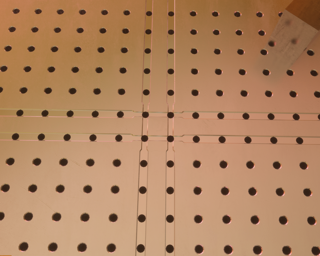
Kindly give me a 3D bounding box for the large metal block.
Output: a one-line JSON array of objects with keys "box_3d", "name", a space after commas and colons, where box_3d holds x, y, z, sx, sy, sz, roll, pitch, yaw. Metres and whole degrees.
[{"box_3d": [0.206, -0.151, 0.439, 0.050, 0.080, 0.080, 40, 75, 13], "name": "large metal block"}]
